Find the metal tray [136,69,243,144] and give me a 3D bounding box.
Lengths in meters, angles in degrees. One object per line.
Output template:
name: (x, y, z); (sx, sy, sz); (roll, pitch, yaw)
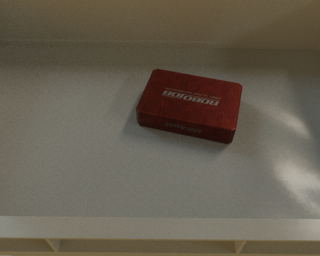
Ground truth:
metal tray: (0.042, -0.033, 0.430); (0.131, 0.030, 0.090); (12, 51, 9)
